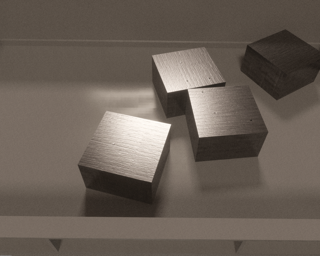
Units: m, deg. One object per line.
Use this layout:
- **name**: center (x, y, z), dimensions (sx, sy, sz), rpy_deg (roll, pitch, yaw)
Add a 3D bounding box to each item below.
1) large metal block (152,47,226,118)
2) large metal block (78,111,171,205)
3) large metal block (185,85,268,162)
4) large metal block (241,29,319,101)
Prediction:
- **large metal block**: center (0.038, -0.067, 0.445), dimensions (0.081, 0.050, 0.080), rpy_deg (-12, 51, -10)
- **large metal block**: center (-0.037, 0.033, 0.361), dimensions (0.080, 0.050, 0.080), rpy_deg (12, 51, 9)
- **large metal block**: center (0.080, -0.007, 0.396), dimensions (0.081, 0.050, 0.080), rpy_deg (-4, 50, -4)
- **large metal block**: center (0.186, -0.099, 0.474), dimensions (0.081, 0.050, 0.080), rpy_deg (-25, 55, -20)
